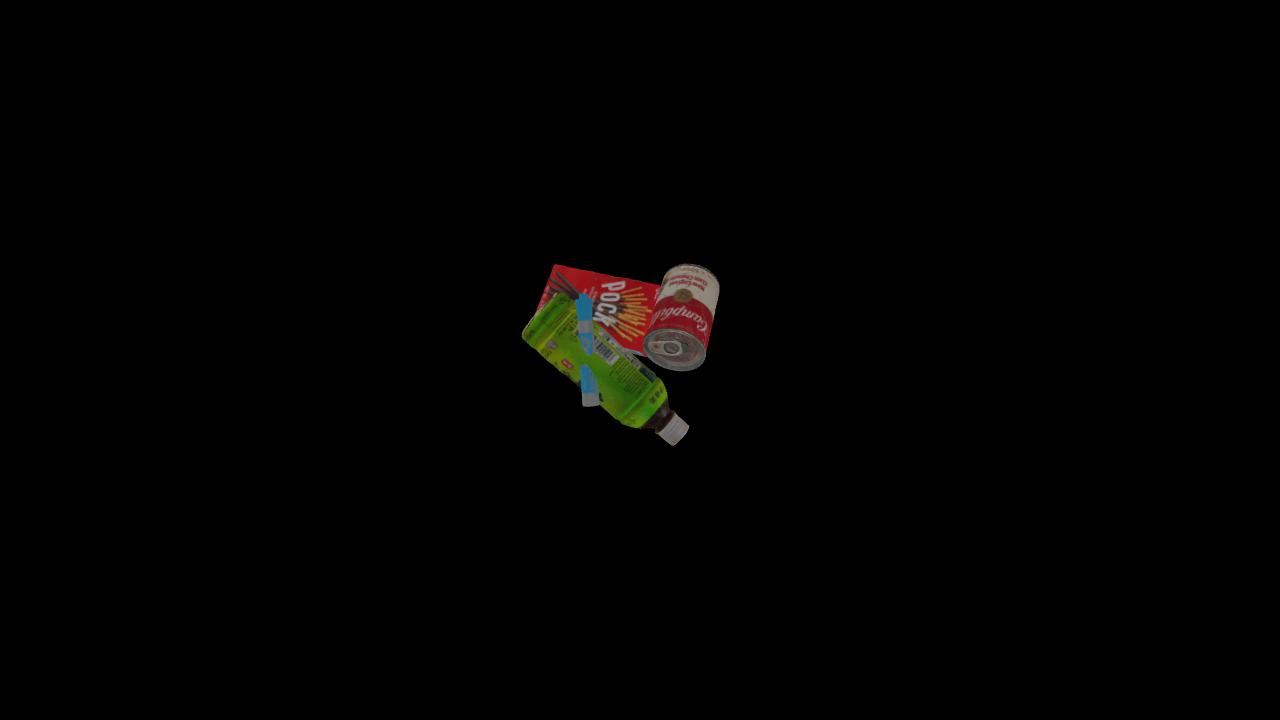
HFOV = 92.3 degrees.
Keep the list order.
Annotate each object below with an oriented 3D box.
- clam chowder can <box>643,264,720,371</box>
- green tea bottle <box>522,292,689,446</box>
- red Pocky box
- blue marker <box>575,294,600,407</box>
[{"bbox_3d":[0.047,-0.048,0.672,0.068,0.102,0.068,11,-38,8],"label":"clam chowder can"},{"bbox_3d":[-0.032,0.017,0.688,0.212,0.073,0.073,41,-2,-2],"label":"green tea bottle"},{"bbox_3d":[-0.046,-0.060,0.721,0.155,0.083,0.028,14,-13,22],"label":"red Pocky box"},{"bbox_3d":[-0.057,-0.011,0.662,0.020,0.121,0.020,-4,5,0],"label":"blue marker"}]
